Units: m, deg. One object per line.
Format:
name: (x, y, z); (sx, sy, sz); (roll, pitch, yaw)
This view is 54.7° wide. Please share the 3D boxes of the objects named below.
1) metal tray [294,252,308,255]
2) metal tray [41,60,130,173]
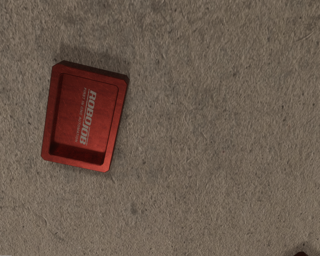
metal tray: (0.245, 0.273, 0.511); (0.130, 0.030, 0.090); (41, 105, -14)
metal tray: (-0.097, -0.013, 0.400); (0.091, 0.030, 0.129); (13, 110, -5)
